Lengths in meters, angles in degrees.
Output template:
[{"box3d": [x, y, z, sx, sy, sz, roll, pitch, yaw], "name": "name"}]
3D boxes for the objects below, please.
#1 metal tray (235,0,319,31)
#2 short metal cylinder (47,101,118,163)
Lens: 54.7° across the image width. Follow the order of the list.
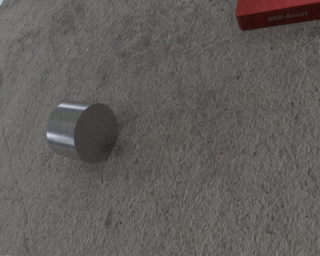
[{"box3d": [0.176, -0.185, 0.422, 0.130, 0.030, 0.090, 0, 61, 28], "name": "metal tray"}, {"box3d": [-0.103, 0.004, 0.420, 0.050, 0.080, 0.080, 8, 66, 32], "name": "short metal cylinder"}]
